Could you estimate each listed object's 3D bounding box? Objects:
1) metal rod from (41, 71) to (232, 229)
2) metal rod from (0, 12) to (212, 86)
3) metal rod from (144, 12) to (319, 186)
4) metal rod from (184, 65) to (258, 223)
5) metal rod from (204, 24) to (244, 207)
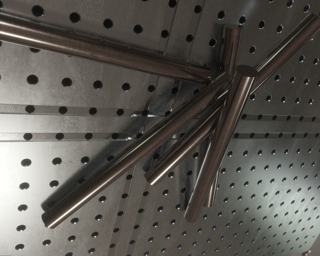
[{"bbox_3d":[-0.029,0.030,0.401,0.300,0.025,0.025,-38,130,2],"label":"metal rod"},{"bbox_3d":[-0.068,-0.082,0.323,0.302,0.025,0.025,7,115,-32],"label":"metal rod"},{"bbox_3d":[0.087,-0.028,0.412,0.299,0.025,0.025,-45,130,15],"label":"metal rod"},{"bbox_3d":[0.075,0.046,0.440,0.025,0.025,0.298,-11,137,-23],"label":"metal rod"},{"bbox_3d":[0.087,0.001,0.461,0.025,0.025,0.298,-12,124,-22],"label":"metal rod"}]
